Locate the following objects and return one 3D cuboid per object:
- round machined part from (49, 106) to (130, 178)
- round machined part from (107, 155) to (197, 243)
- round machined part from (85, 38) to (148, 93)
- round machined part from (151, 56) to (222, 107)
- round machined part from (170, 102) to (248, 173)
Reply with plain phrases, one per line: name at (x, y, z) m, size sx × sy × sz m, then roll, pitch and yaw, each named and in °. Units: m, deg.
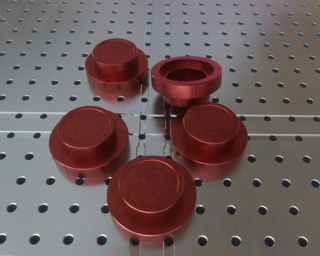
round machined part at (-0.089, 0.010, 0.387) m, size 0.099 × 0.042 × 0.098 m, roll 0°, pitch 50°, yaw 0°
round machined part at (-0.009, 0.069, 0.338) m, size 0.099 × 0.042 × 0.098 m, roll 0°, pitch 50°, yaw 0°
round machined part at (-0.068, -0.103, 0.482) m, size 0.099 × 0.042 × 0.098 m, roll 0°, pitch 50°, yaw 0°
round machined part at (0.037, -0.064, 0.440) m, size 0.099 × 0.042 × 0.098 m, roll -2°, pitch 34°, yaw 2°
round machined part at (0.062, 0.005, 0.393) m, size 0.099 × 0.042 × 0.098 m, roll 0°, pitch 50°, yaw 0°
